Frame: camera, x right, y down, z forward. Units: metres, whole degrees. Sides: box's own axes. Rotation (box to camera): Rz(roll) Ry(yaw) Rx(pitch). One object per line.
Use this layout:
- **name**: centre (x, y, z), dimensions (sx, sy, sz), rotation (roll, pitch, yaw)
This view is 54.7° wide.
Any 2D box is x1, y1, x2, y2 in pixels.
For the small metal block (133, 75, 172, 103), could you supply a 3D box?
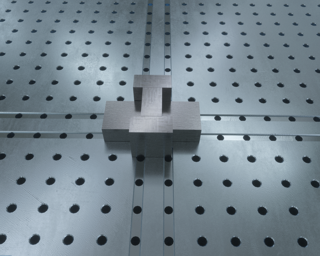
- **small metal block**: centre (-0.010, -0.046, 0.430), dimensions (0.050, 0.050, 0.025), rotation (1, 50, 0)

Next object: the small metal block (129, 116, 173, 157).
- **small metal block**: centre (-0.010, 0.011, 0.381), dimensions (0.050, 0.050, 0.025), rotation (1, 50, 0)

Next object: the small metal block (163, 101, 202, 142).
- **small metal block**: centre (0.028, -0.009, 0.415), dimensions (0.050, 0.025, 0.050), rotation (1, 50, 0)

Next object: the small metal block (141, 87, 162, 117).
- **small metal block**: centre (-0.010, -0.018, 0.405), dimensions (0.025, 0.050, 0.050), rotation (1, 50, 0)

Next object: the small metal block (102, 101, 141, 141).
- **small metal block**: centre (-0.048, -0.010, 0.415), dimensions (0.050, 0.025, 0.050), rotation (0, 50, 0)
